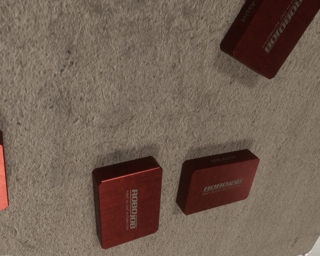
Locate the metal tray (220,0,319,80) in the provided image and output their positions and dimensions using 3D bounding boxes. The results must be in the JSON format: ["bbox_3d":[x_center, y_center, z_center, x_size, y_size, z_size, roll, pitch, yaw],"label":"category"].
[{"bbox_3d":[0.148,-0.139,0.401,0.091,0.030,0.129,20,108,-36],"label":"metal tray"}]

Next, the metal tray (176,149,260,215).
[{"bbox_3d":[0.096,0.088,0.513,0.131,0.030,0.089,-7,122,-25],"label":"metal tray"}]

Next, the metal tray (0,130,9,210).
[{"bbox_3d":[-0.227,0.050,0.310,0.131,0.030,0.089,-5,121,-26],"label":"metal tray"}]

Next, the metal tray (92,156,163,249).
[{"bbox_3d":[-0.046,0.109,0.447,0.091,0.030,0.129,-11,123,-23],"label":"metal tray"}]
